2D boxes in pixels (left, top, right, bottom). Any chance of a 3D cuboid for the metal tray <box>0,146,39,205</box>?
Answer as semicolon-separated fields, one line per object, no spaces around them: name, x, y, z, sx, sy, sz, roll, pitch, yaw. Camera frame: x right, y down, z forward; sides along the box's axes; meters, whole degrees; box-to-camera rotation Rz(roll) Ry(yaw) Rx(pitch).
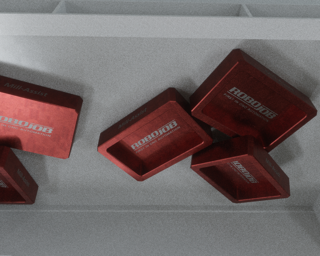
metal tray;-0.240;0.071;0.441;0.091;0.030;0.129;0;145;-1

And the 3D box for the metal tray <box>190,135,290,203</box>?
metal tray;0.115;0.064;0.437;0.090;0.030;0.130;-18;136;36

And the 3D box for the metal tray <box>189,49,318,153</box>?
metal tray;0.114;-0.027;0.384;0.131;0.030;0.090;27;125;-22

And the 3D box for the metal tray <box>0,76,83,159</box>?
metal tray;-0.172;-0.013;0.392;0.131;0.030;0.089;14;129;-13

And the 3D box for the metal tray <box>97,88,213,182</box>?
metal tray;-0.007;0.014;0.417;0.130;0.030;0.090;-32;124;23
